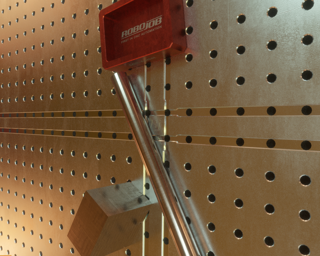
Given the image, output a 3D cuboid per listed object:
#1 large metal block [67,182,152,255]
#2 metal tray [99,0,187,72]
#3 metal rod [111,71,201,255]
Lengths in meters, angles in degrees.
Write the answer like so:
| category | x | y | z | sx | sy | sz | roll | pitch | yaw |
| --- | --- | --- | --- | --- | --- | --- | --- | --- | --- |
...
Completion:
| category | x | y | z | sx | sy | sz | roll | pitch | yaw |
| --- | --- | --- | --- | --- | --- | --- | --- | --- | --- |
| large metal block | -0.069 | 0.127 | 0.428 | 0.050 | 0.081 | 0.079 | 39 | 113 | 33 |
| metal tray | -0.029 | -0.136 | 0.427 | 0.130 | 0.030 | 0.089 | -8 | 85 | 39 |
| metal rod | -0.006 | 0.055 | 0.411 | 0.025 | 0.025 | 0.299 | -35 | 69 | 34 |
